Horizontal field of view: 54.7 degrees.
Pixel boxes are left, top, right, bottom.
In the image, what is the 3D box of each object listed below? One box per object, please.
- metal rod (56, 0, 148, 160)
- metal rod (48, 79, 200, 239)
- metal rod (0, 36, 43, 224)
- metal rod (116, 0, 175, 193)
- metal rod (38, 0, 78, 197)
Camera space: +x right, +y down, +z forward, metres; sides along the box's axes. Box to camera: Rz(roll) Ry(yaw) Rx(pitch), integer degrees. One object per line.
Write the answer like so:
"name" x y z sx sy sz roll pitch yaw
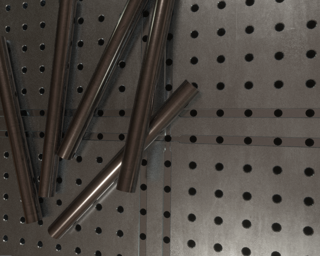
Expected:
"metal rod" -0.074 -0.090 0.437 0.025 0.025 0.298 30 99 17
"metal rod" -0.058 0.051 0.431 0.299 0.025 0.025 -46 76 13
"metal rod" -0.229 0.000 0.491 0.025 0.025 0.298 -15 85 19
"metal rod" -0.013 -0.068 0.398 0.025 0.025 0.298 10 87 19
"metal rod" -0.154 -0.046 0.465 0.025 0.025 0.298 8 93 19
